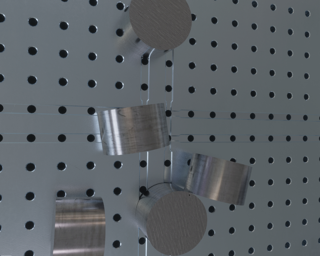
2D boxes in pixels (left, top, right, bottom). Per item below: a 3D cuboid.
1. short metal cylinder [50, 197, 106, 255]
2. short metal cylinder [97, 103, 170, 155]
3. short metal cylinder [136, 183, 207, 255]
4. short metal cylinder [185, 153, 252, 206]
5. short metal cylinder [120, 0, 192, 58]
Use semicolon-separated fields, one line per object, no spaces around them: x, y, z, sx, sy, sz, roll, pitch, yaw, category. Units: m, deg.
-0.094;0.118;0.349;0.050;0.080;0.080;5;89;-20;short metal cylinder
-0.031;0.000;0.372;0.081;0.080;0.050;-9;93;-20;short metal cylinder
0.014;0.116;0.403;0.081;0.050;0.079;-1;92;-19;short metal cylinder
0.077;0.067;0.412;0.081;0.080;0.050;16;85;-20;short metal cylinder
-0.007;-0.134;0.396;0.081;0.050;0.079;0;90;-20;short metal cylinder
